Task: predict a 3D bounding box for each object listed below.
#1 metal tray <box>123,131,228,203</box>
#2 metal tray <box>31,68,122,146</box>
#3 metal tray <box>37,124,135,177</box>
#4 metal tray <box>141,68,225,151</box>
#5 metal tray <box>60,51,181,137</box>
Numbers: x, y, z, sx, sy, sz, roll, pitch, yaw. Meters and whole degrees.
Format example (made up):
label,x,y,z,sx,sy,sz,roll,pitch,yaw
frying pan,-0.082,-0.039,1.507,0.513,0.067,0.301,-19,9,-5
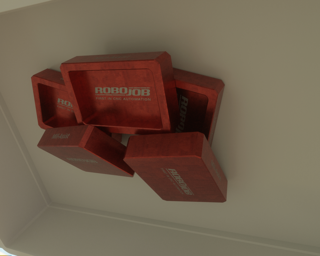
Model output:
label,x,y,z,sx,sy,sz,roll,pitch,yaw
metal tray,0.025,0.053,0.380,0.090,0.030,0.130,-4,145,23
metal tray,-0.119,-0.025,0.446,0.130,0.030,0.089,18,126,17
metal tray,-0.101,0.033,0.431,0.130,0.030,0.090,-3,148,47
metal tray,0.022,-0.006,0.387,0.090,0.030,0.129,18,125,17
metal tray,-0.046,-0.039,0.363,0.130,0.030,0.089,4,120,26
